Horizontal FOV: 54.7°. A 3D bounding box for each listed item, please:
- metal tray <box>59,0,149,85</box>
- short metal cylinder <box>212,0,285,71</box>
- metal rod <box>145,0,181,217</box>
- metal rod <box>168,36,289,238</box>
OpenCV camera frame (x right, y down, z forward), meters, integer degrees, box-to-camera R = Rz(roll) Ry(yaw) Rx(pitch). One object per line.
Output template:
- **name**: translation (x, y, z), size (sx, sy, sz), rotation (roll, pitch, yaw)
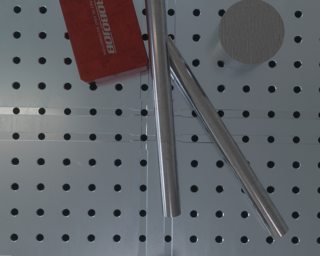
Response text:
- **metal tray**: translation (-0.073, -0.131, 0.410), size (0.090, 0.030, 0.129), rotation (-15, 90, 0)
- **short metal cylinder**: translation (0.112, -0.117, 0.402), size (0.081, 0.050, 0.079), rotation (0, 90, 0)
- **metal rod**: translation (0.004, -0.033, 0.397), size (0.025, 0.025, 0.298), rotation (-5, 97, 0)
- **metal rod**: translation (0.082, 0.012, 0.413), size (0.025, 0.025, 0.299), rotation (-32, 90, 0)
